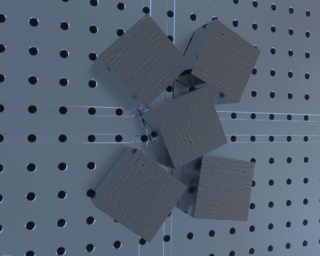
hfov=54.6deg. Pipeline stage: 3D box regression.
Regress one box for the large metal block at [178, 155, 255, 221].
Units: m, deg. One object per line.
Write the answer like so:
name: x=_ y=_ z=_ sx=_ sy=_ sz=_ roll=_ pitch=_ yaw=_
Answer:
large metal block: x=0.077 y=0.080 z=0.427 sx=0.081 sy=0.050 sz=0.080 roll=10 pitch=87 yaw=-20

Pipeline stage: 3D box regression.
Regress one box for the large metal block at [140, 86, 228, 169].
large metal block: x=0.031 y=-0.002 z=0.409 sx=0.081 sy=0.050 sz=0.080 roll=-24 pitch=98 yaw=-18

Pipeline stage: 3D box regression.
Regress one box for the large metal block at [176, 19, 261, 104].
large metal block: x=0.078 y=-0.087 z=0.427 sx=0.080 sy=0.050 sz=0.080 roll=28 pitch=81 yaw=-21

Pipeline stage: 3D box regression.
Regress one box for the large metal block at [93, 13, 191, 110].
large metal block: x=-0.024 y=-0.080 z=0.390 sx=0.080 sy=0.050 sz=0.080 roll=-46 pitch=104 yaw=-14

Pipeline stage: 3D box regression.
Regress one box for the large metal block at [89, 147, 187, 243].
large metal block: x=-0.028 y=0.080 z=0.387 sx=0.080 sy=0.050 sz=0.080 roll=39 pitch=77 yaw=-16
